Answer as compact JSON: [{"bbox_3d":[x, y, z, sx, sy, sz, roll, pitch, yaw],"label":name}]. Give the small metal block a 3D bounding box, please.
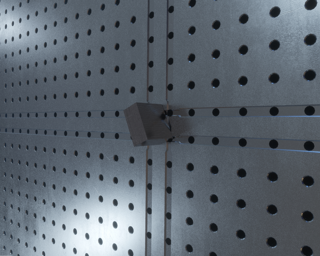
[{"bbox_3d":[-0.015,-0.004,0.406,0.025,0.050,0.050,-28,73,36],"label":"small metal block"}]
